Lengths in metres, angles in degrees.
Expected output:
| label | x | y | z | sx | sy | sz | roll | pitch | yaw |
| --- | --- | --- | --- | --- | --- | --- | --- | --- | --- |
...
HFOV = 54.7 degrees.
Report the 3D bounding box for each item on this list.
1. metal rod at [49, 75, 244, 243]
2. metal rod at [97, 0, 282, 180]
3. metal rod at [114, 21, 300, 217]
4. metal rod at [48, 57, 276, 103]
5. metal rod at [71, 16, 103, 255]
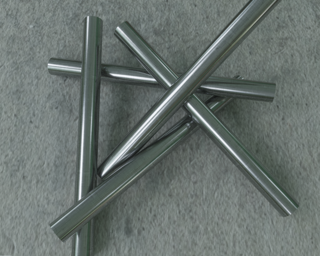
| label | x | y | z | sx | sy | sz | roll | pitch | yaw |
| --- | --- | --- | --- | --- | --- | --- | --- | --- | --- |
| metal rod | 0.002 | 0.024 | 0.380 | 0.301 | 0.025 | 0.025 | -38 | 75 | -21 |
| metal rod | 0.029 | -0.047 | 0.352 | 0.299 | 0.025 | 0.025 | -47 | 75 | 14 |
| metal rod | 0.052 | -0.016 | 0.376 | 0.025 | 0.025 | 0.300 | -41 | 83 | -14 |
| metal rod | -0.005 | -0.066 | 0.412 | 0.301 | 0.025 | 0.025 | 8 | 70 | 10 |
| metal rod | -0.089 | 0.003 | 0.383 | 0.025 | 0.025 | 0.299 | 0 | 78 | 0 |
